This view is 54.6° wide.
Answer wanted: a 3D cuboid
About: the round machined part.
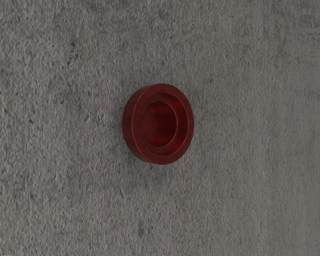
[{"bbox_3d":[-0.007,-0.005,0.387,0.099,0.042,0.097,0,90,-40],"label":"round machined part"}]
